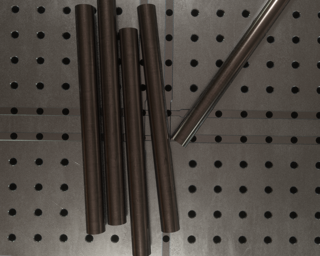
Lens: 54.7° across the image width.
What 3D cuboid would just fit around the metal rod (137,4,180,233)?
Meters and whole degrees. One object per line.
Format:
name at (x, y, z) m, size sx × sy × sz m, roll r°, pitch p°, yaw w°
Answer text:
metal rod at (-0.002, -0.013, 0.413) m, size 0.025 × 0.025 × 0.298 m, roll -6°, pitch 90°, yaw 0°

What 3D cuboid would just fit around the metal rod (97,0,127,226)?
metal rod at (-0.064, -0.023, 0.412) m, size 0.025 × 0.025 × 0.298 m, roll -3°, pitch 90°, yaw -1°

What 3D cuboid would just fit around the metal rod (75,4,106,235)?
metal rod at (-0.093, -0.011, 0.412) m, size 0.025 × 0.025 × 0.298 m, roll -3°, pitch 90°, yaw -1°

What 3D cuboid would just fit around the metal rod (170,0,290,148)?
metal rod at (0.111, -0.103, 0.414) m, size 0.025 × 0.025 × 0.299 m, roll 35°, pitch 90°, yaw -1°

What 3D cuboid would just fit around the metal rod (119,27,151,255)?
metal rod at (-0.033, 0.019, 0.412) m, size 0.025 × 0.025 × 0.298 m, roll -3°, pitch 90°, yaw -1°
